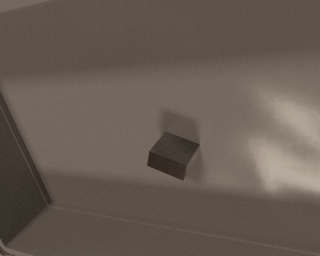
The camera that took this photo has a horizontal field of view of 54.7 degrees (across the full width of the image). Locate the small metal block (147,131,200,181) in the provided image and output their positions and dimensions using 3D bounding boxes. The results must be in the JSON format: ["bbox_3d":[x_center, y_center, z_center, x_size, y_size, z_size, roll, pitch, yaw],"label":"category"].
[{"bbox_3d":[0.018,0.035,0.403,0.050,0.050,0.025,21,126,15],"label":"small metal block"}]
